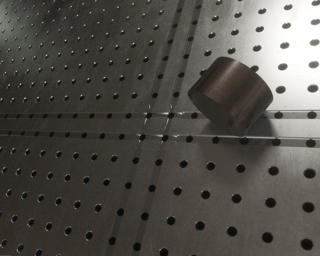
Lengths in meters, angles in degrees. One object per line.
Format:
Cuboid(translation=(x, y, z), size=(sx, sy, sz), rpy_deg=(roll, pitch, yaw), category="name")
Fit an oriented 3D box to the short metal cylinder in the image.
Cuboid(translation=(0.079, -0.034, 0.352), size=(0.050, 0.080, 0.080), rpy_deg=(-49, 52, -6), category="short metal cylinder")
